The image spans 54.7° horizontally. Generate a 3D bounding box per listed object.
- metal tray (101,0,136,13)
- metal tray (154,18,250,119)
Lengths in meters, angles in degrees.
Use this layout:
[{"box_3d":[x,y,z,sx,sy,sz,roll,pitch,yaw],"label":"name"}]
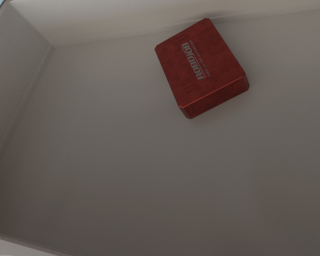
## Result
[{"box_3d":[-0.055,-0.290,0.610,0.130,0.030,0.090,-22,54,14],"label":"metal tray"},{"box_3d":[0.053,-0.085,0.426,0.090,0.030,0.130,-27,52,10],"label":"metal tray"}]
